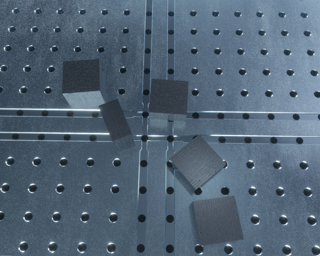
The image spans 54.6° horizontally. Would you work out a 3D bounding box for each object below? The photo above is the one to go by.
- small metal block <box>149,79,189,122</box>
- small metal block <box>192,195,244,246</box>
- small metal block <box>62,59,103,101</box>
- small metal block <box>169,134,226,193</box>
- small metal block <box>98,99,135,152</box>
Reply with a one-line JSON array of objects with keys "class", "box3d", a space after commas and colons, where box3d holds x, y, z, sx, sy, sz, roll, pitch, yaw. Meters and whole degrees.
[{"class": "small metal block", "box3d": [0.012, -0.038, 0.426, 0.050, 0.025, 0.050, 4, 70, 1]}, {"class": "small metal block", "box3d": [0.067, 0.111, 0.372, 0.050, 0.025, 0.050, -7, 70, -3]}, {"class": "small metal block", "box3d": [-0.108, -0.067, 0.436, 0.050, 0.025, 0.050, -5, 70, -2]}, {"class": "small metal block", "box3d": [0.047, 0.045, 0.396, 0.050, 0.025, 0.050, -38, 74, -13]}, {"class": "small metal block", "box3d": [-0.055, -0.002, 0.399, 0.025, 0.050, 0.050, -22, 72, -7]}]
